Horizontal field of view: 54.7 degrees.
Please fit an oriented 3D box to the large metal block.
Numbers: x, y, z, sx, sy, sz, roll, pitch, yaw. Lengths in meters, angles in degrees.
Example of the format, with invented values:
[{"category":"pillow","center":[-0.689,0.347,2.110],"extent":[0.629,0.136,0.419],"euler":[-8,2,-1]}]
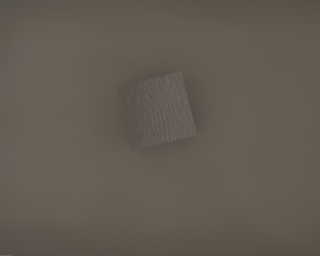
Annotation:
[{"category":"large metal block","center":[-0.004,-0.021,0.399],"extent":[0.080,0.050,0.080],"euler":[-14,90,-1]}]
